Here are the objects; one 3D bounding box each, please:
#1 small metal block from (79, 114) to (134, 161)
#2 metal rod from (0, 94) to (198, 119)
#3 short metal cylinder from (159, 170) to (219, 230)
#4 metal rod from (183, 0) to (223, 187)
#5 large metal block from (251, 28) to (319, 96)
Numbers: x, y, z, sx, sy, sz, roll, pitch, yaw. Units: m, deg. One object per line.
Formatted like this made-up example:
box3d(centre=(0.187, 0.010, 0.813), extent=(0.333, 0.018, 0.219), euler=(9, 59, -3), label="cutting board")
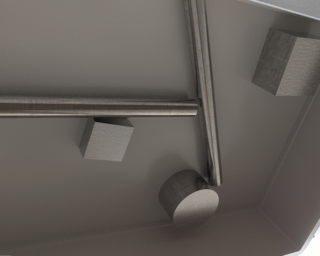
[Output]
box3d(centre=(-0.066, 0.012, 0.381), extent=(0.050, 0.025, 0.050), euler=(9, 114, -33), label="small metal block")
box3d(centre=(-0.089, -0.024, 0.345), extent=(0.303, 0.025, 0.025), euler=(-2, 119, -28), label="metal rod")
box3d(centre=(0.045, 0.113, 0.489), extent=(0.081, 0.050, 0.079), euler=(-14, 124, -21), label="short metal cylinder")
box3d(centre=(0.064, -0.029, 0.427), extent=(0.025, 0.025, 0.298), euler=(-24, 128, -14), label="metal rod")
box3d(centre=(0.189, -0.093, 0.441), extent=(0.081, 0.050, 0.079), euler=(-3, 120, -27), label="large metal block")
